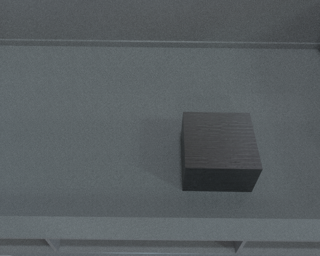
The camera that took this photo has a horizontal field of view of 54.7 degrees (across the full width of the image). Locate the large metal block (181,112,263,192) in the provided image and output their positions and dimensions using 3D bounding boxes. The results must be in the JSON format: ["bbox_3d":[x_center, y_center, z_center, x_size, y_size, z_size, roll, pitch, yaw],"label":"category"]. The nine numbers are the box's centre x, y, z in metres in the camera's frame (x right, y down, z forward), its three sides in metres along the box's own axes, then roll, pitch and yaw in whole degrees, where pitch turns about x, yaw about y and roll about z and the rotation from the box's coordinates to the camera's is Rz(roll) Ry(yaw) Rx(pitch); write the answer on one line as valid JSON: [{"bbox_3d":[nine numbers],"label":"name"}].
[{"bbox_3d":[0.067,0.028,0.367,0.081,0.050,0.080,1,50,0],"label":"large metal block"}]
